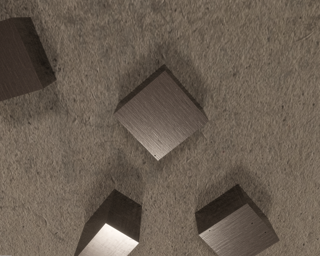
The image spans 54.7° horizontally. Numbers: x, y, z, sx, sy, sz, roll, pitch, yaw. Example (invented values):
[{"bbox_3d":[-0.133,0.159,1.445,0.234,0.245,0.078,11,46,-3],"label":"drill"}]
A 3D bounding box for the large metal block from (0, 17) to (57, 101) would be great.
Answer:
[{"bbox_3d":[-0.183,-0.078,0.365,0.080,0.050,0.080,-16,110,5],"label":"large metal block"}]

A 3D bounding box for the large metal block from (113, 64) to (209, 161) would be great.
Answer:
[{"bbox_3d":[0.001,-0.021,0.389,0.080,0.050,0.080,-39,106,13],"label":"large metal block"}]

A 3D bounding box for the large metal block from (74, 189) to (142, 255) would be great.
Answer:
[{"bbox_3d":[-0.071,0.147,0.434,0.050,0.080,0.080,36,106,-13],"label":"large metal block"}]

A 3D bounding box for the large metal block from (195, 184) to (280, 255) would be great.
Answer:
[{"bbox_3d":[0.110,0.143,0.451,0.080,0.050,0.080,-38,106,12],"label":"large metal block"}]
